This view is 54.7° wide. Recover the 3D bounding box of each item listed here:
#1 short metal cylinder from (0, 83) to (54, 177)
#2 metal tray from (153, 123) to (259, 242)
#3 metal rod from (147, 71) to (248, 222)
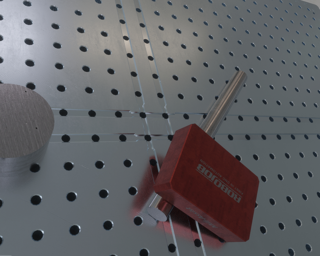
[{"bbox_3d":[-0.151,0.003,0.309,0.081,0.050,0.080,14,56,-21],"label":"short metal cylinder"},{"bbox_3d":[0.062,0.067,0.374,0.130,0.030,0.090,39,53,-21],"label":"metal tray"},{"bbox_3d":[0.068,0.004,0.441,0.025,0.025,0.301,39,51,-2],"label":"metal rod"}]
